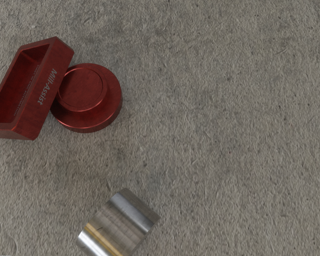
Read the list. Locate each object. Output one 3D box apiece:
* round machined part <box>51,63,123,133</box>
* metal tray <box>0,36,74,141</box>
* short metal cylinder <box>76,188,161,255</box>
[{"bbox_3d":[-0.101,-0.046,0.415,0.099,0.042,0.098,0,70,0],"label":"round machined part"},{"bbox_3d":[-0.171,-0.050,0.398,0.090,0.030,0.130,1,65,37],"label":"metal tray"},{"bbox_3d":[-0.044,0.112,0.338,0.050,0.080,0.080,39,74,13],"label":"short metal cylinder"}]
